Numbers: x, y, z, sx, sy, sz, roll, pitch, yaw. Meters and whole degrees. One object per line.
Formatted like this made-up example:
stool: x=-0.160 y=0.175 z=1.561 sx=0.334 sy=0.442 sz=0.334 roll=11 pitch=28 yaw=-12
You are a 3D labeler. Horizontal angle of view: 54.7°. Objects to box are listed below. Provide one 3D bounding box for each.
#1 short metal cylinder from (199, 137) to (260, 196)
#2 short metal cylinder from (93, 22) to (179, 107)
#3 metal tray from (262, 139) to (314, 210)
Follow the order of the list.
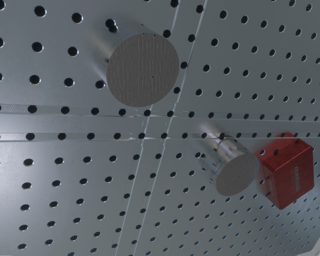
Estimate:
short metal cylinder: x=0.109 y=0.061 z=0.492 sx=0.081 sy=0.050 sz=0.079 roll=-14 pitch=124 yaw=-21
short metal cylinder: x=-0.026 y=-0.069 z=0.338 sx=0.081 sy=0.050 sz=0.079 roll=-14 pitch=124 yaw=-21
metal tray: x=0.253 y=0.093 z=0.604 sx=0.090 sy=0.030 sz=0.130 roll=-32 pitch=129 yaw=-8
